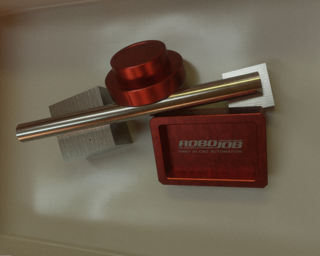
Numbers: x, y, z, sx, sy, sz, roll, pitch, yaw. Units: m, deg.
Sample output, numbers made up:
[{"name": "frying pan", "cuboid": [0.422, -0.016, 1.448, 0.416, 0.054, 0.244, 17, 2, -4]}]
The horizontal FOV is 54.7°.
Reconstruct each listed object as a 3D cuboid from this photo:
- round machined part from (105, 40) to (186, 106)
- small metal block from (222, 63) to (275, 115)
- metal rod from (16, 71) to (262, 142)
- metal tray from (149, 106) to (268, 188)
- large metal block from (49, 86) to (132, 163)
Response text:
[{"name": "round machined part", "cuboid": [-0.021, -0.072, 0.374, 0.098, 0.098, 0.042, -5, 129, 19]}, {"name": "small metal block", "cuboid": [0.106, -0.045, 0.371, 0.050, 0.025, 0.050, -12, 86, 19]}, {"name": "metal rod", "cuboid": [-0.034, -0.022, 0.372, 0.301, 0.025, 0.025, -11, 86, 12]}, {"name": "metal tray", "cuboid": [0.059, 0.023, 0.370, 0.130, 0.030, 0.089, -2, 109, 19]}, {"name": "large metal block", "cuboid": [-0.095, -0.004, 0.427, 0.080, 0.050, 0.080, -19, 84, 18]}]
